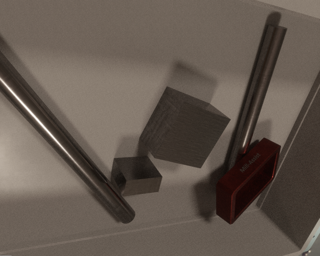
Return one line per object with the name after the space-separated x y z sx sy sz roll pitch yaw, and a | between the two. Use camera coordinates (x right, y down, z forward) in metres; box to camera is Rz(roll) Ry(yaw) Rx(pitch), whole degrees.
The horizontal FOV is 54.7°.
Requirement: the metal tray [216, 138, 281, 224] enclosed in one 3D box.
0.146 0.086 0.510 0.131 0.030 0.089 -36 138 -27 | metal tray

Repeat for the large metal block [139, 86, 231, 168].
0.033 0.001 0.413 0.081 0.050 0.080 17 109 -35 | large metal block

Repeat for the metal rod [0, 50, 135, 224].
-0.105 0.031 0.371 0.025 0.025 0.299 -34 129 -6 | metal rod

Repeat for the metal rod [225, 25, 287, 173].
0.136 -0.005 0.482 0.025 0.025 0.298 -6 121 -26 | metal rod

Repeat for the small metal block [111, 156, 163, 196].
-0.032 0.063 0.415 0.050 0.050 0.025 -1 119 -28 | small metal block
